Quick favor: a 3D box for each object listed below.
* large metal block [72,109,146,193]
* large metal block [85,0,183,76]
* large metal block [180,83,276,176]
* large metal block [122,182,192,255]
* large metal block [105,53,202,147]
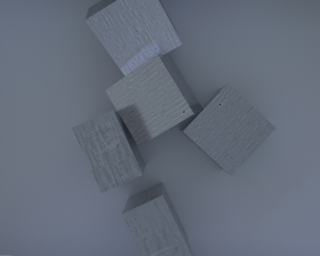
[{"bbox_3d":[-0.059,0.026,0.383,0.050,0.080,0.080,-24,90,0],"label":"large metal block"},{"bbox_3d":[-0.030,-0.123,0.373,0.080,0.050,0.080,-27,125,13],"label":"large metal block"},{"bbox_3d":[0.084,0.002,0.400,0.080,0.050,0.080,43,90,-1],"label":"large metal block"},{"bbox_3d":[-0.003,0.121,0.384,0.050,0.080,0.080,-25,90,0],"label":"large metal block"},{"bbox_3d":[-0.006,-0.035,0.385,0.080,0.050,0.080,-31,89,21],"label":"large metal block"}]
